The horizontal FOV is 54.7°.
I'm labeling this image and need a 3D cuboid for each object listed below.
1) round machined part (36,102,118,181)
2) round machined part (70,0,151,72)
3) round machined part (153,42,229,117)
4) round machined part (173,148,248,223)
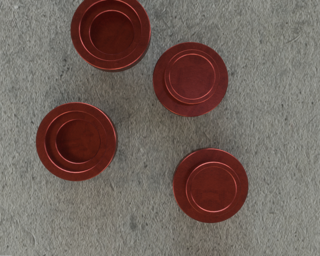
[{"bbox_3d":[-0.103,0.017,0.401,0.099,0.042,0.097,0,90,0],"label":"round machined part"},{"bbox_3d":[-0.061,-0.120,0.401,0.099,0.042,0.097,0,90,0],"label":"round machined part"},{"bbox_3d":[0.040,-0.063,0.402,0.099,0.042,0.097,0,90,0],"label":"round machined part"},{"bbox_3d":[0.066,0.075,0.402,0.099,0.042,0.097,0,90,0],"label":"round machined part"}]
